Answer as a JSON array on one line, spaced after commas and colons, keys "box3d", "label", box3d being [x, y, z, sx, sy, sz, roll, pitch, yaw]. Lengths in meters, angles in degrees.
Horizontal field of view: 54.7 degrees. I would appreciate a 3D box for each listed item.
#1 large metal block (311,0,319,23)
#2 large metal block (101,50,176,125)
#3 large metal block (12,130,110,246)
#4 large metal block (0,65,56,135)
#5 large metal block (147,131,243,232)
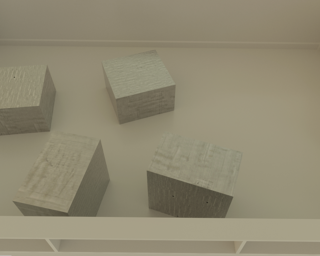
[{"box3d": [0.347, -0.247, 0.584, 0.081, 0.080, 0.050, 1, 50, 1], "label": "large metal block"}, {"box3d": [-0.031, -0.060, 0.439, 0.081, 0.050, 0.080, -15, 52, -13], "label": "large metal block"}, {"box3d": [-0.093, 0.062, 0.316, 0.050, 0.080, 0.080, 10, 51, 8], "label": "large metal block"}, {"box3d": [-0.192, -0.038, 0.418, 0.081, 0.050, 0.080, -5, 50, -5], "label": "large metal block"}, {"box3d": [0.034, 0.057, 0.322, 0.080, 0.080, 0.050, 15, 52, 12], "label": "large metal block"}]
